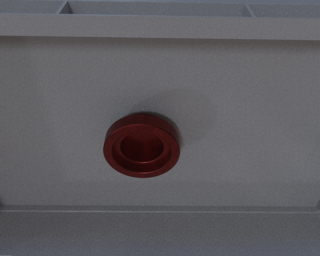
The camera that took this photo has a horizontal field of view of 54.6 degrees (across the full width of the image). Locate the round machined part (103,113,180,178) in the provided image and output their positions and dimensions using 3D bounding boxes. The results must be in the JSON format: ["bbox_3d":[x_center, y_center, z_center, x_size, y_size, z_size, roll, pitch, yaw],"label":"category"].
[{"bbox_3d":[-0.024,0.019,0.414,0.099,0.042,0.097,0,130,0],"label":"round machined part"}]
